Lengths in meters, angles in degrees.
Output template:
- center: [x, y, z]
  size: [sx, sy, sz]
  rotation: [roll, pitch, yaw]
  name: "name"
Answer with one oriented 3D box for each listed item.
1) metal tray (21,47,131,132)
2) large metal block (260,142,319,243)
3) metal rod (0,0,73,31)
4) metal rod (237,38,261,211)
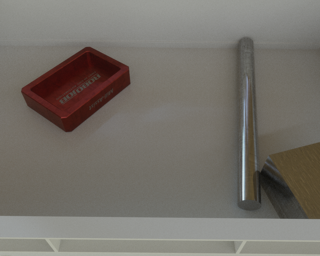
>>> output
- center: [-0.118, -0.061, 0.451]
  size: [0.090, 0.030, 0.131]
  rotation: [30, 56, 22]
  name: "metal tray"
- center: [0.167, 0.066, 0.336]
  size: [0.081, 0.050, 0.080]
  rotation: [-13, 51, -11]
  name: "large metal block"
- center: [-0.250, -0.224, 0.592]
  size: [0.025, 0.025, 0.302]
  rotation: [36, 58, 26]
  name: "metal rod"
- center: [0.122, -0.029, 0.431]
  size: [0.025, 0.025, 0.300]
  rotation: [8, 50, 6]
  name: "metal rod"
